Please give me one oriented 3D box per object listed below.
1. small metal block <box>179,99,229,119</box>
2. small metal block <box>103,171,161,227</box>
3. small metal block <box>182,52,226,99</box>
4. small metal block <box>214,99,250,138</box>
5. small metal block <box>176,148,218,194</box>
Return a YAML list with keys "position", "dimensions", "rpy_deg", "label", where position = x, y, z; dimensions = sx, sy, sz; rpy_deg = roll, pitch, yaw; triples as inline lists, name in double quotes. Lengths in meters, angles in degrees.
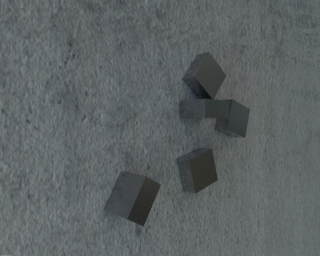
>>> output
- position: [0.063, -0.026, 0.444]
  dimensions: [0.050, 0.050, 0.025]
  rpy_deg: [0, 90, -40]
  label: "small metal block"
- position: [-0.033, 0.081, 0.363]
  dimensions: [0.025, 0.050, 0.050]
  rpy_deg: [37, 67, -34]
  label: "small metal block"
- position: [0.067, -0.076, 0.464]
  dimensions: [0.050, 0.025, 0.050]
  rpy_deg: [45, 63, -31]
  label: "small metal block"
- position: [0.119, -0.014, 0.507]
  dimensions: [0.050, 0.025, 0.050]
  rpy_deg: [21, 77, -38]
  label: "small metal block"
- position: [0.055, 0.061, 0.454]
  dimensions: [0.050, 0.025, 0.050]
  rpy_deg: [-21, 103, -38]
  label: "small metal block"
